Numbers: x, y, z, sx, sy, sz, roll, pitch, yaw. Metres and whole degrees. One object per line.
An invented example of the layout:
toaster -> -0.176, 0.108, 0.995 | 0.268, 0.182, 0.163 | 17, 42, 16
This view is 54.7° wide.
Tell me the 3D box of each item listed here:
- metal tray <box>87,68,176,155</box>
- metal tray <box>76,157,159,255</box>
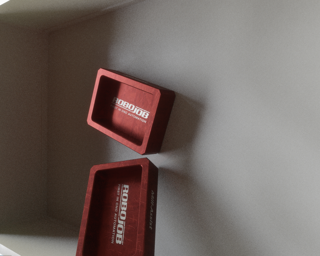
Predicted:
metal tray -> -0.046, -0.027, 0.441 | 0.130, 0.030, 0.089 | 25, 106, 37
metal tray -> -0.052, 0.107, 0.394 | 0.090, 0.030, 0.130 | -10, 56, 20
